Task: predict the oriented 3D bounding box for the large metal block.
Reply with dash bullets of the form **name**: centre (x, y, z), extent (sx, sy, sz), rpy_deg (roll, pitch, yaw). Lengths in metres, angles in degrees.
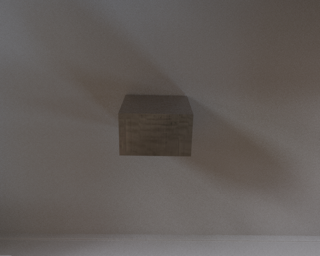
- **large metal block**: centre (-0.005, -0.006, 0.377), extent (0.080, 0.080, 0.050), rpy_deg (1, 110, -1)
